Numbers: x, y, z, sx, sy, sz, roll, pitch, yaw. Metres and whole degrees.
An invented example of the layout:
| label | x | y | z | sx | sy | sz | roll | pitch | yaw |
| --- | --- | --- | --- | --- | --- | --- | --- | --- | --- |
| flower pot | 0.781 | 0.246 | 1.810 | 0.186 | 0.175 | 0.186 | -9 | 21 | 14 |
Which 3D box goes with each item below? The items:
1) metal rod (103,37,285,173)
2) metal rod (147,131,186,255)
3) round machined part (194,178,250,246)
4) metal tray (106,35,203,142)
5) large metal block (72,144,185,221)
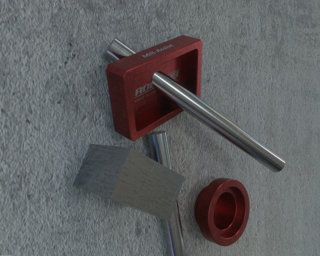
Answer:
| label | x | y | z | sx | sy | sz | roll | pitch | yaw |
| --- | --- | --- | --- | --- | --- | --- | --- | --- | --- |
| metal rod | 0.060 | -0.019 | 0.413 | 0.301 | 0.025 | 0.025 | 33 | 69 | -21 |
| metal rod | 0.020 | 0.152 | 0.423 | 0.025 | 0.025 | 0.298 | -16 | 100 | -39 |
| round machined part | 0.091 | 0.124 | 0.473 | 0.099 | 0.042 | 0.097 | 0 | 90 | -40 |
| metal tray | -0.001 | -0.052 | 0.380 | 0.131 | 0.030 | 0.089 | -32 | 134 | -36 |
| large metal block | -0.035 | 0.058 | 0.342 | 0.080 | 0.080 | 0.050 | 33 | 70 | -36 |
